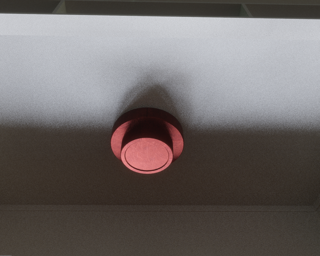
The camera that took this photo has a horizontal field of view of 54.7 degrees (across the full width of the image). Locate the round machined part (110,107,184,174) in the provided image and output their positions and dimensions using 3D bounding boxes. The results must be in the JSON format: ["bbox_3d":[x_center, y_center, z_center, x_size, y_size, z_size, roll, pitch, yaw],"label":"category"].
[{"bbox_3d":[-0.017,0.023,0.413,0.099,0.042,0.097,-1,130,0],"label":"round machined part"}]
